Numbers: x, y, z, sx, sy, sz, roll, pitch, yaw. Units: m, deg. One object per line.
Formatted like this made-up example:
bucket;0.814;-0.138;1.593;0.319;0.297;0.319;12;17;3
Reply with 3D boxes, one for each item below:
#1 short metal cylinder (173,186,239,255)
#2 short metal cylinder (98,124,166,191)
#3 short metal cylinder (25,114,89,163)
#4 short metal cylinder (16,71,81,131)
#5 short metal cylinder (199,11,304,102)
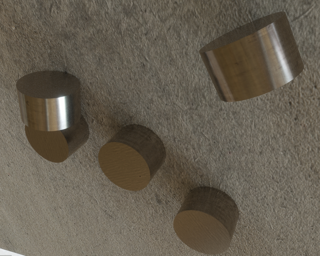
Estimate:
short metal cylinder;0.066;0.130;0.436;0.080;0.050;0.079;13;124;21
short metal cylinder;-0.039;0.041;0.437;0.080;0.050;0.079;13;124;21
short metal cylinder;-0.158;0.007;0.478;0.080;0.050;0.079;13;124;21
short metal cylinder;-0.151;-0.039;0.427;0.080;0.080;0.050;20;126;16
short metal cylinder;0.083;-0.065;0.287;0.080;0.080;0.050;-16;110;34
